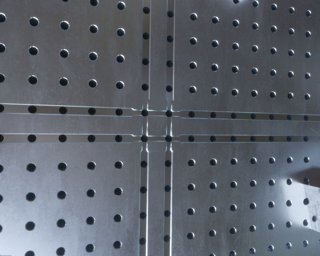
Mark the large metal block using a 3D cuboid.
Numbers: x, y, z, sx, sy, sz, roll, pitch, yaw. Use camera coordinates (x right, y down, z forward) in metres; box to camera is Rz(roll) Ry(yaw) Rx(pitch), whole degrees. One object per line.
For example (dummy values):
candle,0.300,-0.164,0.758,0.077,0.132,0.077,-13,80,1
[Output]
large metal block,0.291,0.122,0.506,0.081,0.050,0.080,-15,95,-19
